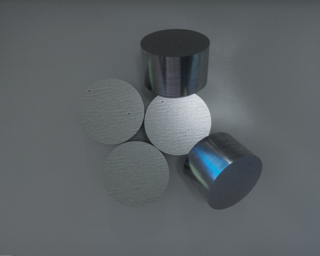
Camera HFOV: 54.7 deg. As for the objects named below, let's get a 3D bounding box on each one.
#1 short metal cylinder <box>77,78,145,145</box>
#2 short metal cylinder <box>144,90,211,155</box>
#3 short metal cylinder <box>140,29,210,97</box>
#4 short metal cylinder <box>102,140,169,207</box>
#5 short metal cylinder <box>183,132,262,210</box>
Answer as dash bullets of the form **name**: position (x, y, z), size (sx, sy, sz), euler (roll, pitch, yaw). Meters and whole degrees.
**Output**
- **short metal cylinder**: position (-0.059, -0.020, 0.396), size (0.081, 0.050, 0.079), euler (0, 90, -1)
- **short metal cylinder**: position (0.021, -0.007, 0.397), size (0.081, 0.050, 0.079), euler (0, 90, -1)
- **short metal cylinder**: position (0.018, -0.081, 0.375), size (0.081, 0.080, 0.050), euler (-3, 129, -1)
- **short metal cylinder**: position (-0.029, 0.055, 0.397), size (0.081, 0.050, 0.079), euler (0, 90, -1)
- **short metal cylinder**: position (0.076, 0.052, 0.378), size (0.081, 0.050, 0.079), euler (-18, 129, -23)
